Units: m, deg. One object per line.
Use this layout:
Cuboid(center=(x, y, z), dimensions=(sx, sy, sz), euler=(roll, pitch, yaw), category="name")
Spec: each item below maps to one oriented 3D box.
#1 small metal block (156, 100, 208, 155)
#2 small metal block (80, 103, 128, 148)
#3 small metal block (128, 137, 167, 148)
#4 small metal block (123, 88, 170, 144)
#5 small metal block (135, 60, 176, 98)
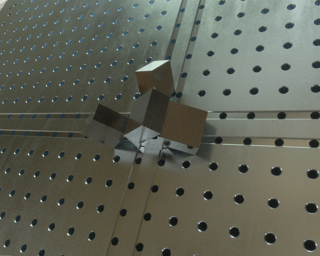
Cuboid(center=(0.027, 0.000, 0.381), dimensions=(0.050, 0.025, 0.050), euler=(16, 66, 1), category="small metal block")
Cuboid(center=(-0.072, -0.002, 0.419), dimensions=(0.050, 0.050, 0.025), euler=(-37, 34, 51), category="small metal block")
Cuboid(center=(-0.011, -0.003, 0.417), dimensions=(0.050, 0.025, 0.050), euler=(3, 63, 29), category="small metal block")
Cuboid(center=(-0.017, -0.014, 0.379), dimensions=(0.050, 0.025, 0.050), euler=(-27, 43, 55), category="small metal block")
Cuboid(center=(-0.005, -0.060, 0.419), dimensions=(0.025, 0.050, 0.050), euler=(3, 27, 30), category="small metal block")
